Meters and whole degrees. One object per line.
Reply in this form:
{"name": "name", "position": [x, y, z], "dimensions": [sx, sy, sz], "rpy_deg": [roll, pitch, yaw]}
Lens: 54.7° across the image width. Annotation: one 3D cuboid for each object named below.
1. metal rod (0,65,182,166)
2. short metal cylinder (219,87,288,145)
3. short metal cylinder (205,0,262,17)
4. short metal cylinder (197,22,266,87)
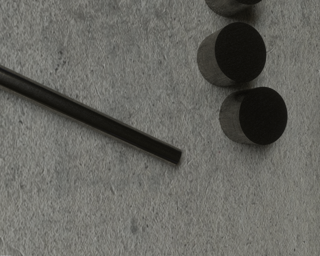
{"name": "metal rod", "position": [-0.106, -0.022, 0.369], "dimensions": [0.301, 0.025, 0.025], "rpy_deg": [26, 82, -18]}
{"name": "short metal cylinder", "position": [0.133, -0.017, 0.445], "dimensions": [0.081, 0.050, 0.080], "rpy_deg": [0, 90, -20]}
{"name": "short metal cylinder", "position": [0.106, -0.204, 0.435], "dimensions": [0.081, 0.050, 0.080], "rpy_deg": [0, 90, -20]}
{"name": "short metal cylinder", "position": [0.099, -0.100, 0.432], "dimensions": [0.081, 0.050, 0.080], "rpy_deg": [0, 90, -20]}
